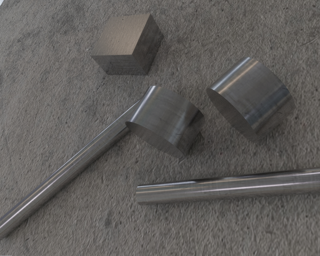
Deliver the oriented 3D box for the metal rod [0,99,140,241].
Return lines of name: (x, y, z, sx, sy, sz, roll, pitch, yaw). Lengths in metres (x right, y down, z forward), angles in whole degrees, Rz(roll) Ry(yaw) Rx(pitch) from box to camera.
metal rod: (-0.116, 0.051, 0.433, 0.300, 0.025, 0.025, -41, 51, 0)

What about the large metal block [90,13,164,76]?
large metal block: (-0.051, -0.132, 0.495, 0.080, 0.050, 0.080, 7, 65, 31)

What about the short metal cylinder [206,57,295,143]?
short metal cylinder: (0.096, -0.030, 0.336, 0.050, 0.080, 0.080, -42, 51, 0)

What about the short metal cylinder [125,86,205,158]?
short metal cylinder: (0.006, -0.006, 0.369, 0.080, 0.080, 0.050, 22, 73, 36)

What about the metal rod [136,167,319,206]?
metal rod: (0.115, 0.056, 0.309, 0.300, 0.025, 0.025, -10, 58, 22)
